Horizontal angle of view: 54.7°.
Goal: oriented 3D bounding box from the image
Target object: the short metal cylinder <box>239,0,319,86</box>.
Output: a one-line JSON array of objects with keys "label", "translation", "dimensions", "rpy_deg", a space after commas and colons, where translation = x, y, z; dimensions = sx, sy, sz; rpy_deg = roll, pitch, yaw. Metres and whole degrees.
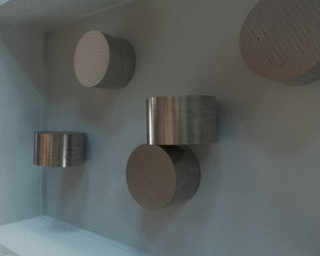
[{"label": "short metal cylinder", "translation": [0.123, -0.082, 0.289], "dimensions": [0.080, 0.050, 0.080], "rpy_deg": [0, 90, 40]}]

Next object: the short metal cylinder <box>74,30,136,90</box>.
[{"label": "short metal cylinder", "translation": [-0.082, -0.098, 0.459], "dimensions": [0.080, 0.050, 0.080], "rpy_deg": [0, 90, 40]}]

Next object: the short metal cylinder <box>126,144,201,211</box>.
[{"label": "short metal cylinder", "translation": [0.004, 0.058, 0.388], "dimensions": [0.080, 0.050, 0.080], "rpy_deg": [0, 90, 40]}]

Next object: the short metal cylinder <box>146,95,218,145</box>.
[{"label": "short metal cylinder", "translation": [0.025, -0.008, 0.351], "dimensions": [0.080, 0.081, 0.050], "rpy_deg": [-2, 89, 40]}]

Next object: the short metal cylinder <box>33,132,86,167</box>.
[{"label": "short metal cylinder", "translation": [-0.163, 0.032, 0.506], "dimensions": [0.080, 0.081, 0.050], "rpy_deg": [4, 93, 40]}]
